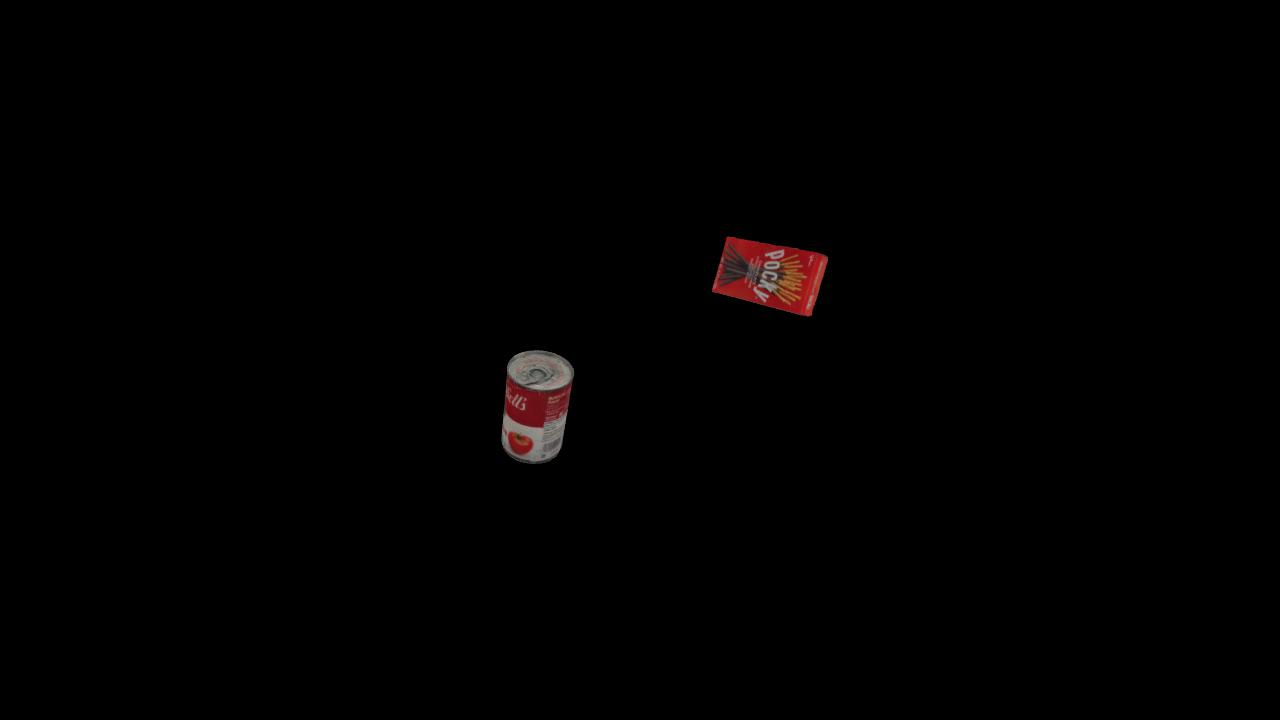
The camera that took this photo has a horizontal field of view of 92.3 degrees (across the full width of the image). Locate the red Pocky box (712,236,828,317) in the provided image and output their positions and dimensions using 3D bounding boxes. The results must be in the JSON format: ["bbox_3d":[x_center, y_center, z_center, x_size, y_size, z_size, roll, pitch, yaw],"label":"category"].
[{"bbox_3d":[0.171,-0.116,0.833,0.028,0.083,0.155,8,10,-46],"label":"red Pocky box"}]

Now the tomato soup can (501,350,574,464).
[{"bbox_3d":[-0.108,0.050,0.642,0.068,0.101,0.068,9,34,-6],"label":"tomato soup can"}]
